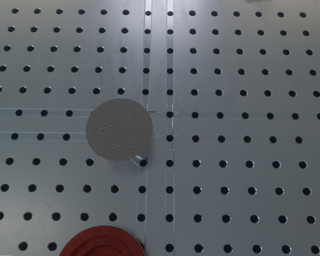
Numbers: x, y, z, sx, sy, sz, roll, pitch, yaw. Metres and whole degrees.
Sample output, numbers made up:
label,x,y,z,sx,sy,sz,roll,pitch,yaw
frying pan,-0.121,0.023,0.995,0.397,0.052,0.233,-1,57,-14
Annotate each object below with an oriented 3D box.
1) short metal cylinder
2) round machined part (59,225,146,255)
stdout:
label,x,y,z,sx,sy,sz,roll,pitch,yaw
short metal cylinder,-0.049,0.009,0.395,0.081,0.050,0.080,0,70,0
round machined part,-0.062,0.160,0.344,0.099,0.042,0.098,0,70,0
